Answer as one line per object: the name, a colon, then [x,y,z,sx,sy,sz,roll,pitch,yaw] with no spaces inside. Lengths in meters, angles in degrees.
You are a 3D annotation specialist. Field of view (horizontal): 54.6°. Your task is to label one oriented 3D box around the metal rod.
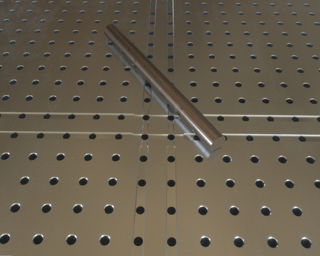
metal rod: [-0.008,-0.077,0.472,0.025,0.025,0.300,-26,55,-20]
